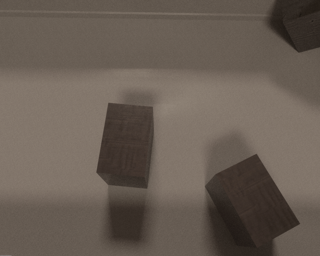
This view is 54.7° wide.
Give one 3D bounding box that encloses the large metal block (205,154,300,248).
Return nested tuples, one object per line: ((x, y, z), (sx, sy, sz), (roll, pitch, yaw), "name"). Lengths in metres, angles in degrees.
((0.098, 0.085, 0.351), (0.050, 0.080, 0.080), (-25, 72, -9), "large metal block")

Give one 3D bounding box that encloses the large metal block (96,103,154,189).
((-0.037, 0.025, 0.371), (0.050, 0.080, 0.080), (5, 70, 2), "large metal block")

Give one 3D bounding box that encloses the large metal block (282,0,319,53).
((0.220, -0.155, 0.423), (0.080, 0.080, 0.050), (-10, 66, 35), "large metal block")
